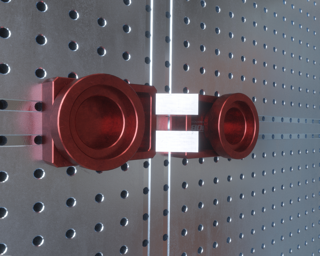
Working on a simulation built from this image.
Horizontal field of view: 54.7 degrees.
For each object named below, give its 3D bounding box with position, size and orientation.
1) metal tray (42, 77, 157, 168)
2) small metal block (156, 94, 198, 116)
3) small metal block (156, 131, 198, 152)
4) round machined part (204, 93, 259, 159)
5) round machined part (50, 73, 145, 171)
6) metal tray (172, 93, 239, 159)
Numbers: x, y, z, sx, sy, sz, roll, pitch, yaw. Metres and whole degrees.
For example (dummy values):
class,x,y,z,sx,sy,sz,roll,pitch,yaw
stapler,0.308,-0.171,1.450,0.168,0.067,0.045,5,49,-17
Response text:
class,x,y,z,sx,sy,sz,roll,pitch,yaw
metal tray,-0.064,-0.007,0.354,0.131,0.030,0.089,-1,93,-40
small metal block,0.022,-0.028,0.393,0.050,0.050,0.025,1,90,4
small metal block,0.022,0.016,0.392,0.050,0.050,0.025,1,90,4
round machined part,0.104,-0.003,0.469,0.099,0.042,0.097,0,90,-40
round machined part,-0.067,-0.006,0.325,0.099,0.042,0.097,0,90,-40
metal tray,0.076,-0.002,0.470,0.131,0.030,0.089,1,90,-40
